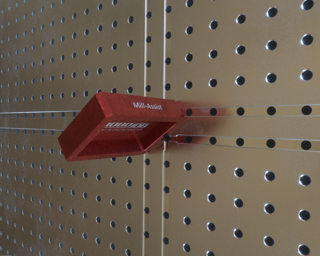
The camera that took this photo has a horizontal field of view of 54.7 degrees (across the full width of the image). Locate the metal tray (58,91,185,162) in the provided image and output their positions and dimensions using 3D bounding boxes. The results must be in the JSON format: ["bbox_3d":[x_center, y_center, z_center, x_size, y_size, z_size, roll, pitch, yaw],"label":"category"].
[{"bbox_3d":[-0.042,0.001,0.373,0.090,0.131,0.030,-42,65,32],"label":"metal tray"}]
